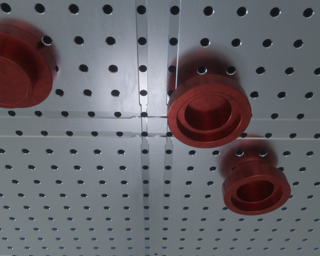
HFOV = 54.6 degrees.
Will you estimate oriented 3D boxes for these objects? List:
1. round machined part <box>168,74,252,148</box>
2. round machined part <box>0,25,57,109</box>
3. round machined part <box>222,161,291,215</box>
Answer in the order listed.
[{"bbox_3d":[0.058,-0.024,0.380,0.099,0.042,0.097,0,130,0],"label":"round machined part"},{"bbox_3d":[-0.171,-0.061,0.347,0.099,0.042,0.097,0,130,0],"label":"round machined part"},{"bbox_3d":[0.144,0.089,0.477,0.099,0.042,0.097,0,130,0],"label":"round machined part"}]
